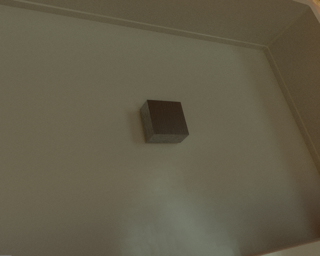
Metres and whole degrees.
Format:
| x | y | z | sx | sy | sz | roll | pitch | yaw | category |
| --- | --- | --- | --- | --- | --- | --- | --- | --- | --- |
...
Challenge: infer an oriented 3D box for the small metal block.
| x | y | z | sx | sy | sz | roll | pitch | yaw | category |
| --- | --- | --- | --- | --- | --- | --- | --- | --- | --- |
| 0.005 | -0.008 | 0.408 | 0.050 | 0.025 | 0.050 | 1 | 61 | -27 | small metal block |
